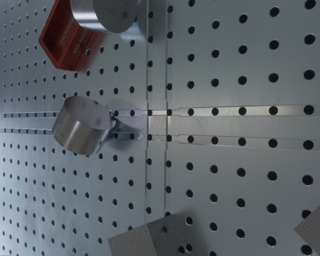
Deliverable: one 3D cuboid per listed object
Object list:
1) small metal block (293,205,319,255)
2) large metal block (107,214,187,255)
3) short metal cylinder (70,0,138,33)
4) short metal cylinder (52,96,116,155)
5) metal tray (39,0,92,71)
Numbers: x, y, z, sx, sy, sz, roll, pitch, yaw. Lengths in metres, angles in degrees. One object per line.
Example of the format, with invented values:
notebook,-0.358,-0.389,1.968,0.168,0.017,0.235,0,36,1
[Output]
small metal block,0.160,0.092,0.277,0.050,0.025,0.050,48,119,29
large metal block,-0.014,0.169,0.405,0.080,0.050,0.080,-33,70,35
short metal cylinder,-0.078,-0.176,0.438,0.050,0.081,0.079,16,100,39
short metal cylinder,-0.115,-0.005,0.468,0.080,0.081,0.050,48,119,29
metal tray,-0.158,-0.176,0.536,0.090,0.030,0.129,52,120,27
